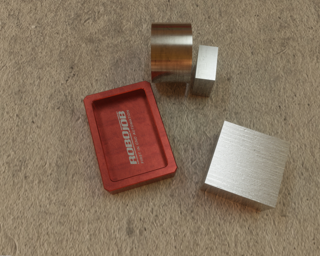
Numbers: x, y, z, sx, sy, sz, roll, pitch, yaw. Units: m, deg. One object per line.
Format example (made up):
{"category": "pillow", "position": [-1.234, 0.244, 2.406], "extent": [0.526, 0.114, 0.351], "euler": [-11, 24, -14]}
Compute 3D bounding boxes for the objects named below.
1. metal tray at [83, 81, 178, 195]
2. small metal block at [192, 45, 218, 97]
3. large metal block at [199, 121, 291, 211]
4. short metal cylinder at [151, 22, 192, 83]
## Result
{"category": "metal tray", "position": [-0.039, 0.010, 0.401], "extent": [0.091, 0.030, 0.130], "euler": [-16, 71, -6]}
{"category": "small metal block", "position": [0.061, -0.077, 0.423], "extent": [0.025, 0.050, 0.050], "euler": [8, 70, 3]}
{"category": "large metal block", "position": [0.102, 0.048, 0.378], "extent": [0.080, 0.050, 0.080], "euler": [19, 71, 6]}
{"category": "short metal cylinder", "position": [0.014, -0.100, 0.416], "extent": [0.050, 0.080, 0.080], "euler": [0, 70, 0]}
